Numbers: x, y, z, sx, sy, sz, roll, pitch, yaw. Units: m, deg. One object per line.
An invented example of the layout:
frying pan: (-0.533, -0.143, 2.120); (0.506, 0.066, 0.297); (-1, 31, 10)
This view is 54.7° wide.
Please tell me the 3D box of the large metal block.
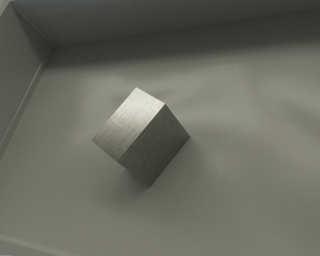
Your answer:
large metal block: (-0.020, 0.012, 0.372); (0.050, 0.080, 0.080); (33, 80, 38)
